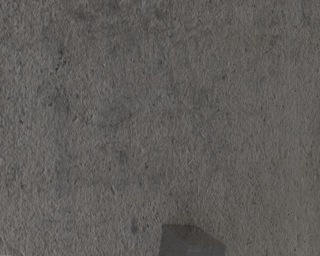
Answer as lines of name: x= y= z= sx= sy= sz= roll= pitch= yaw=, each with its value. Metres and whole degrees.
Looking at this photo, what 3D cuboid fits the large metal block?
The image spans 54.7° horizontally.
large metal block: x=0.036 y=0.175 z=0.393 sx=0.050 sy=0.080 sz=0.080 roll=9 pitch=87 yaw=-20
